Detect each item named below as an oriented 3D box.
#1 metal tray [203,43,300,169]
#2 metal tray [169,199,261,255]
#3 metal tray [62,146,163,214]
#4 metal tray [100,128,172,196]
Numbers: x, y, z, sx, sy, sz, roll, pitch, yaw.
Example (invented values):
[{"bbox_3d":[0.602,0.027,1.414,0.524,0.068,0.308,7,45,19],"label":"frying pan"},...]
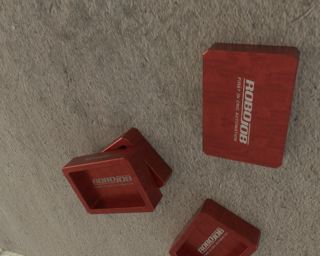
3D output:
[{"bbox_3d":[0.095,-0.023,0.339,0.090,0.030,0.129,10,123,23],"label":"metal tray"},{"bbox_3d":[0.079,0.175,0.470,0.090,0.030,0.129,32,129,7],"label":"metal tray"},{"bbox_3d":[-0.071,0.080,0.450,0.130,0.030,0.090,-12,112,33],"label":"metal tray"},{"bbox_3d":[-0.056,0.066,0.473,0.130,0.030,0.090,-34,100,38],"label":"metal tray"}]
